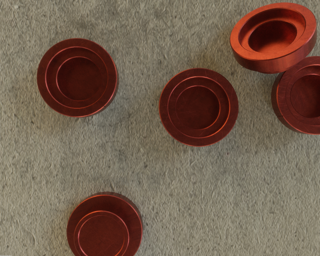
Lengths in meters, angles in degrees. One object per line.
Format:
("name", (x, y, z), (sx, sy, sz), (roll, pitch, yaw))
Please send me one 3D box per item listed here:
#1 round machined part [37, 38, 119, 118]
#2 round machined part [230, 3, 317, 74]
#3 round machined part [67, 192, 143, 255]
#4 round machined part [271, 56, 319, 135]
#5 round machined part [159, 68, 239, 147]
("round machined part", (-0.102, -0.062, 0.400), (0.099, 0.042, 0.097), (0, 90, 0))
("round machined part", (0.141, -0.106, 0.386), (0.098, 0.042, 0.098), (-14, 52, 19))
("round machined part", (-0.072, 0.135, 0.401), (0.099, 0.042, 0.097), (0, 90, 0))
("round machined part", (0.193, -0.040, 0.403), (0.099, 0.042, 0.097), (0, 90, 0))
("round machined part", (0.048, -0.026, 0.402), (0.099, 0.042, 0.097), (0, 90, 0))
